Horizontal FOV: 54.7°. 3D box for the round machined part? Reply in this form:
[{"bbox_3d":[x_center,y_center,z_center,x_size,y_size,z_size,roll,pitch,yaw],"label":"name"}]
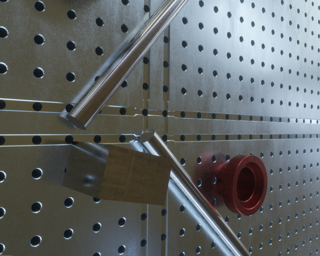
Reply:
[{"bbox_3d":[0.133,0.092,0.513,0.099,0.042,0.097,0,90,-40],"label":"round machined part"}]

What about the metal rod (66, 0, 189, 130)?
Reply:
[{"bbox_3d":[-0.015,-0.119,0.397,0.025,0.025,0.301,49,61,-29],"label":"metal rod"}]

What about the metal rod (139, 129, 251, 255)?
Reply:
[{"bbox_3d":[0.064,0.116,0.465,0.025,0.025,0.300,-53,121,-27],"label":"metal rod"}]

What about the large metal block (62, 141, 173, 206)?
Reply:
[{"bbox_3d":[-0.046,0.048,0.336,0.080,0.080,0.050,18,79,-39],"label":"large metal block"}]
